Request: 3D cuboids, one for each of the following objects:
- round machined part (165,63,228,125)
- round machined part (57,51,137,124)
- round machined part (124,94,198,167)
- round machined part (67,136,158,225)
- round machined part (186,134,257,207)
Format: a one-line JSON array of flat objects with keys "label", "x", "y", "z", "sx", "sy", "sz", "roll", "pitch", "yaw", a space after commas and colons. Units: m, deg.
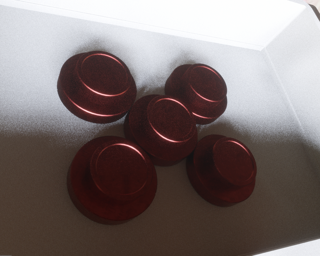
[{"label": "round machined part", "x": 0.060, "y": -0.057, "z": 0.462, "sx": 0.099, "sy": 0.042, "sz": 0.098, "roll": 14, "pitch": 56, "yaw": -21}, {"label": "round machined part", "x": -0.075, "y": -0.058, "z": 0.389, "sx": 0.099, "sy": 0.042, "sz": 0.098, "roll": 14, "pitch": 56, "yaw": -21}, {"label": "round machined part", "x": 0.007, "y": -0.003, "z": 0.399, "sx": 0.099, "sy": 0.042, "sz": 0.098, "roll": 14, "pitch": 56, "yaw": -21}, {"label": "round machined part", "x": -0.047, "y": 0.051, "z": 0.337, "sx": 0.099, "sy": 0.042, "sz": 0.098, "roll": 14, "pitch": 56, "yaw": -21}, {"label": "round machined part", "x": 0.088, "y": 0.051, "z": 0.411, "sx": 0.099, "sy": 0.042, "sz": 0.098, "roll": 14, "pitch": 56, "yaw": -21}]
